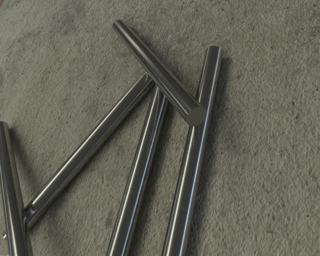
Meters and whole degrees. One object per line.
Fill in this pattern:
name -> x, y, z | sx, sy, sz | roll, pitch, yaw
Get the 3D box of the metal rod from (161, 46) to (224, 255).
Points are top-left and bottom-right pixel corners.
metal rod -> 0.041, 0.026, 0.365 | 0.025, 0.025, 0.300 | 0, 62, 28

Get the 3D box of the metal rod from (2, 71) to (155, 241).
metal rod -> -0.107, 0.035, 0.438 | 0.025, 0.025, 0.300 | 34, 80, 38

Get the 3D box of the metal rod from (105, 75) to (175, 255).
metal rod -> -0.025, 0.056, 0.382 | 0.025, 0.025, 0.300 | 0, 62, 28

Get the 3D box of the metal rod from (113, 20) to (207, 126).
metal rod -> -0.016, -0.097, 0.444 | 0.025, 0.025, 0.300 | -37, 42, 3

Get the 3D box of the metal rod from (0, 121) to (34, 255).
metal rod -> -0.217, 0.077, 0.447 | 0.025, 0.025, 0.300 | -41, 44, 0
